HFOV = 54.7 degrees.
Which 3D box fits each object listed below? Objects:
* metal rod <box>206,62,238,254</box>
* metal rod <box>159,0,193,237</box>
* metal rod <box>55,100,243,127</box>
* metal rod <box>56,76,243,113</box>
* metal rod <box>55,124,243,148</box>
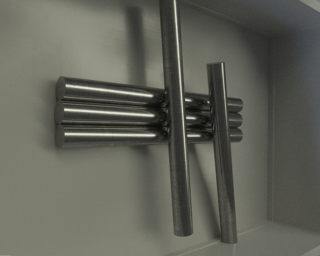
[{"bbox_3d":[0.095,0.054,0.461,0.025,0.025,0.298,-20,110,-38],"label":"metal rod"},{"bbox_3d":[0.021,-0.013,0.391,0.025,0.025,0.298,-7,94,-40],"label":"metal rod"},{"bbox_3d":[0.012,-0.015,0.417,0.302,0.025,0.025,1,90,-40],"label":"metal rod"},{"bbox_3d":[0.013,-0.039,0.418,0.302,0.025,0.025,1,90,-40],"label":"metal rod"},{"bbox_3d":[0.012,0.010,0.417,0.302,0.025,0.025,1,90,-40],"label":"metal rod"}]
